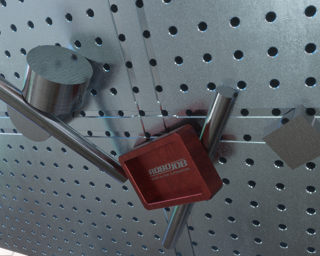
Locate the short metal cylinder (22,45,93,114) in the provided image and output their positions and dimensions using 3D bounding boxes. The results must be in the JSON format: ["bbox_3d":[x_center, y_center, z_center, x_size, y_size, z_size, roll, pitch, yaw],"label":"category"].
[{"bbox_3d":[-0.134,-0.064,0.405,0.080,0.080,0.050,34,129,5],"label":"short metal cylinder"}]

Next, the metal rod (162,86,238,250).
[{"bbox_3d":[0.045,0.076,0.433,0.025,0.025,0.298,24,127,13],"label":"metal rod"}]

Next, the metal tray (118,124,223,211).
[{"bbox_3d":[0.009,0.057,0.413,0.130,0.030,0.090,-25,94,45],"label":"metal tray"}]

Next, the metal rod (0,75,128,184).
[{"bbox_3d":[-0.157,-0.012,0.421,0.025,0.025,0.300,-27,123,37],"label":"metal rod"}]

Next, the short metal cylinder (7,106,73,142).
[{"bbox_3d":[-0.183,-0.026,0.473,0.080,0.050,0.079,13,124,20],"label":"short metal cylinder"}]

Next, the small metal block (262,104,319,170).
[{"bbox_3d":[0.150,0.011,0.338,0.050,0.025,0.050,45,129,-4],"label":"small metal block"}]
